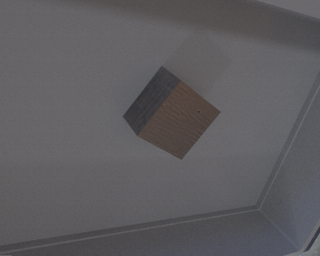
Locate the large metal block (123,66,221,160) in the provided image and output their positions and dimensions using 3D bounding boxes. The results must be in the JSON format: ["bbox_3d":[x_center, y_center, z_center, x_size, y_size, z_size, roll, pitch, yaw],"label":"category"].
[{"bbox_3d":[0.015,-0.017,0.392,0.080,0.050,0.080,31,101,-39],"label":"large metal block"}]
